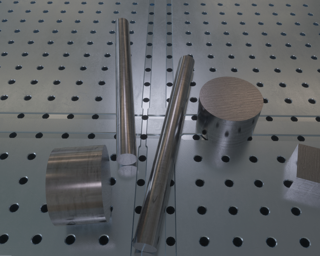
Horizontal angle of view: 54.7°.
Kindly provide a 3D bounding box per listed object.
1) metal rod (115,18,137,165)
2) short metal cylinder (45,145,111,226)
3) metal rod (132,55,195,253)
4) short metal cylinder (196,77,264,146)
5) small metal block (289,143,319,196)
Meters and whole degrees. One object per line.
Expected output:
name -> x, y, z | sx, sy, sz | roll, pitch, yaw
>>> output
metal rod -> -0.055, -0.076, 0.471 | 0.025, 0.025, 0.300 | -4, 50, -4
short metal cylinder -> -0.081, 0.059, 0.322 | 0.050, 0.080, 0.080 | -4, 50, -3
metal rod -> 0.014, 0.006, 0.402 | 0.025, 0.025, 0.300 | 9, 50, 7
short metal cylinder -> 0.090, -0.023, 0.411 | 0.081, 0.050, 0.080 | 0, 50, 0
small metal block -> 0.185, 0.051, 0.366 | 0.050, 0.025, 0.050 | 14, 51, 11
